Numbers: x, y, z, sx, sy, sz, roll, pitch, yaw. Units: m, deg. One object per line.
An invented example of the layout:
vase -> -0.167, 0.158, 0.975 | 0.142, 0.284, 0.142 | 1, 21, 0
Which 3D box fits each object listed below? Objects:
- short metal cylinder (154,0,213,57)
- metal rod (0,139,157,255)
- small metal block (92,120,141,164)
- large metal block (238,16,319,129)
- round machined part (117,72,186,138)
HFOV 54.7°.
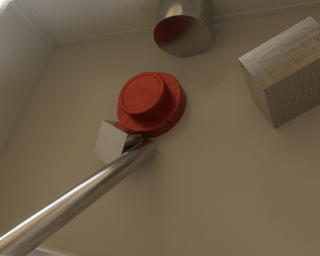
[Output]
short metal cylinder -> 0.034, -0.147, 0.442 | 0.080, 0.080, 0.050 | -6, 59, 25
metal rod -> -0.093, 0.078, 0.283 | 0.025, 0.025, 0.302 | 8, 24, 31
small metal block -> -0.058, 0.022, 0.408 | 0.050, 0.025, 0.050 | 26, 103, 36
large metal block -> 0.140, -0.055, 0.331 | 0.080, 0.080, 0.050 | -30, 52, 8
round machined part -> -0.017, -0.038, 0.426 | 0.098, 0.042, 0.098 | -13, 56, 20
